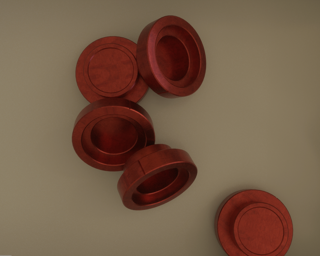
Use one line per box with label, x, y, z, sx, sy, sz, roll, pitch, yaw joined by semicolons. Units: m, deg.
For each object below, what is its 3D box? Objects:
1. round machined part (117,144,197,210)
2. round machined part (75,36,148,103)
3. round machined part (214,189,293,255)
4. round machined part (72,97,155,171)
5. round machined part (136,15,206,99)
round machined part;-0.007;0.057;0.385;0.098;0.098;0.042;-29;55;0
round machined part;-0.061;-0.071;0.402;0.099;0.042;0.097;0;90;-1
round machined part;0.123;0.128;0.397;0.099;0.042;0.097;0;80;-1
round machined part;-0.057;0.004;0.387;0.099;0.042;0.097;-4;124;-6
round machined part;0.010;-0.085;0.387;0.099;0.042;0.097;3;85;-41
